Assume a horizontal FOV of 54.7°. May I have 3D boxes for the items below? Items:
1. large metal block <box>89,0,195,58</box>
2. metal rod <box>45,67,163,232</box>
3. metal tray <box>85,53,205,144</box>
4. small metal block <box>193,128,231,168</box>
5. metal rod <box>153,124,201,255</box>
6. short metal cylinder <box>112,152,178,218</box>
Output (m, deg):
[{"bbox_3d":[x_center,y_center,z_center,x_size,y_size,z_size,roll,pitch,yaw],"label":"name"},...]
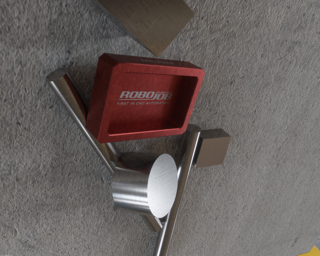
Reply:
[{"bbox_3d":[-0.028,-0.120,0.283,0.050,0.080,0.080,-49,129,6],"label":"large metal block"},{"bbox_3d":[-0.056,0.051,0.409,0.025,0.025,0.299,-32,129,-8],"label":"metal rod"},{"bbox_3d":[-0.014,-0.033,0.358,0.131,0.030,0.089,-5,121,-41],"label":"metal tray"},{"bbox_3d":[0.074,0.030,0.468,0.050,0.025,0.050,-4,121,-27],"label":"small metal block"},{"bbox_3d":[0.019,0.131,0.500,0.025,0.025,0.298,-3,120,-27],"label":"metal rod"},{"bbox_3d":[-0.017,0.072,0.401,0.080,0.050,0.079,-4,94,-61],"label":"short metal cylinder"}]
